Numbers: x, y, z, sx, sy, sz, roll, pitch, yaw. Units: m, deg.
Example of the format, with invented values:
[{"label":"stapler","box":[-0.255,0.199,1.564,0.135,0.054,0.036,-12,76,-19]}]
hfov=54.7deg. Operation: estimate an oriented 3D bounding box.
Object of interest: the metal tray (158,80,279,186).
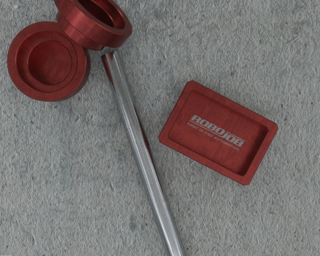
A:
[{"label":"metal tray","box":[0.074,0.006,0.408,0.130,0.030,0.090,27,90,0]}]

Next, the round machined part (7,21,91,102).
[{"label":"round machined part","box":[-0.138,-0.082,0.398,0.099,0.042,0.097,0,93,2]}]

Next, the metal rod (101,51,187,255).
[{"label":"metal rod","box":[-0.019,0.045,0.409,0.025,0.025,0.299,-18,90,0]}]

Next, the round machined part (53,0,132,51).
[{"label":"round machined part","box":[-0.086,-0.134,0.379,0.098,0.098,0.042,48,119,0]}]
